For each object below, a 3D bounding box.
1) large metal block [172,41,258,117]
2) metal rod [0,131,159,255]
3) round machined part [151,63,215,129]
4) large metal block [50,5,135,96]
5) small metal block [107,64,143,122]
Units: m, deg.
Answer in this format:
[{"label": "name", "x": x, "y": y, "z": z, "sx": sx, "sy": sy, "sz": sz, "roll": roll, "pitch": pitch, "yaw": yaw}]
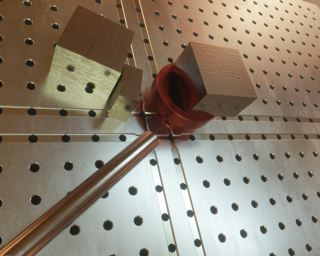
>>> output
[{"label": "large metal block", "x": 0.072, "y": -0.063, "z": 0.415, "sx": 0.081, "sy": 0.050, "sz": 0.080, "roll": 1, "pitch": 62, "yaw": -28}, {"label": "metal rod", "x": -0.101, "y": 0.090, "z": 0.298, "sx": 0.025, "sy": 0.025, "sz": 0.302, "roll": 47, "pitch": 51, "yaw": 4}, {"label": "round machined part", "x": 0.032, "y": -0.041, "z": 0.439, "sx": 0.099, "sy": 0.042, "sz": 0.098, "roll": 14, "pitch": 56, "yaw": -21}, {"label": "large metal block", "x": -0.087, "y": -0.101, "z": 0.407, "sx": 0.080, "sy": 0.050, "sz": 0.080, "roll": 22, "pitch": 54, "yaw": -15}, {"label": "small metal block", "x": -0.045, "y": -0.044, "z": 0.395, "sx": 0.025, "sy": 0.050, "sz": 0.050, "roll": 17, "pitch": 55, "yaw": -19}]
